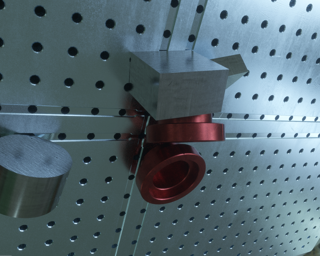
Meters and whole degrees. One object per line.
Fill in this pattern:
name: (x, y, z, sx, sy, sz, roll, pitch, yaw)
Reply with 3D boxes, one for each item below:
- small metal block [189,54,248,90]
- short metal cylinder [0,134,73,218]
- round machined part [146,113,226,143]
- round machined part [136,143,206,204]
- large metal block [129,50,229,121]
small metal block: (0.072, -0.066, 0.389, 0.050, 0.025, 0.050, -16, 168, -26)
short metal cylinder: (-0.141, 0.049, 0.329, 0.081, 0.080, 0.050, 11, 113, -33)
round machined part: (0.032, -0.004, 0.389, 0.099, 0.098, 0.042, 1, 86, -29)
round machined part: (0.012, 0.059, 0.437, 0.099, 0.042, 0.097, -16, 134, -17)
large metal block: (0.018, -0.053, 0.352, 0.081, 0.080, 0.050, -8, 120, -24)
